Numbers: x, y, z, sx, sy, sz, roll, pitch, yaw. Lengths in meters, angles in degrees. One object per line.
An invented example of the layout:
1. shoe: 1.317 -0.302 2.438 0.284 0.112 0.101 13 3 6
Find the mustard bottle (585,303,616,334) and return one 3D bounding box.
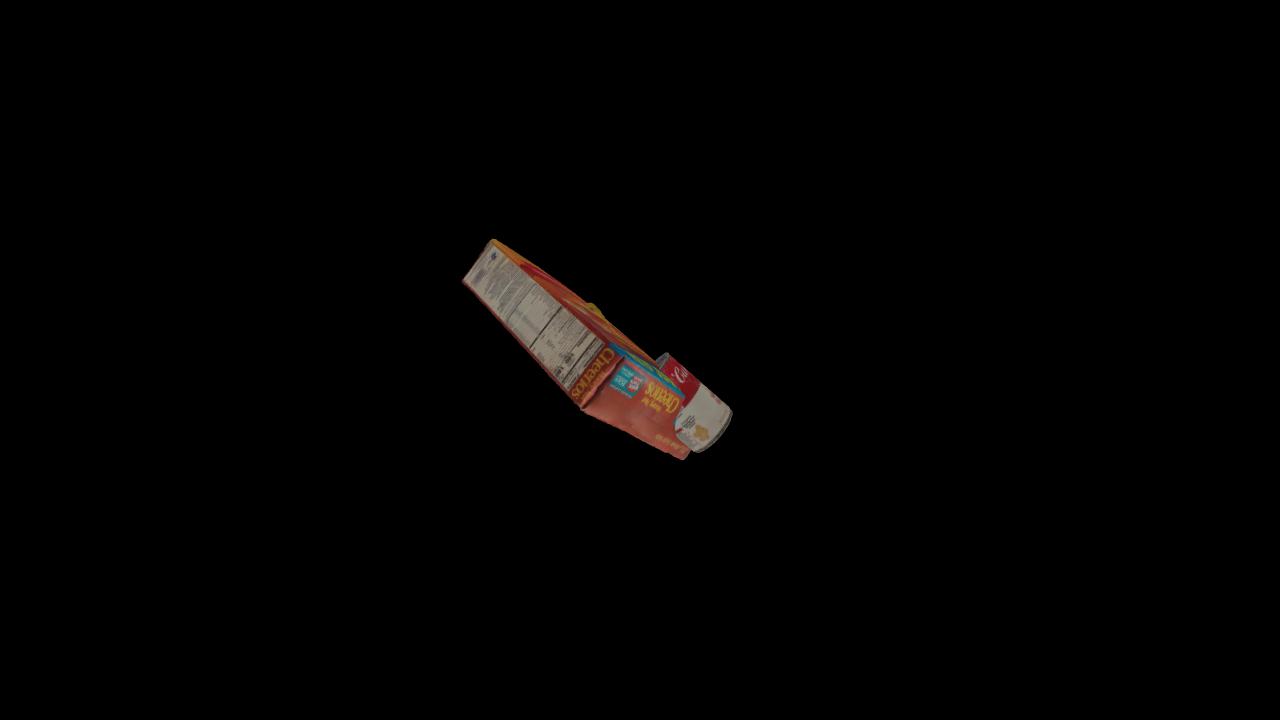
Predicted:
1. mustard bottle: -0.036 0.005 0.702 0.054 0.092 0.184 -11 28 -17

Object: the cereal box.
1. cereal box: -0.065 -0.016 0.749 0.306 0.081 0.203 40 4 41

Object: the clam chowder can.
1. clam chowder can: 0.047 0.049 0.700 0.102 0.068 0.068 42 -6 -7
